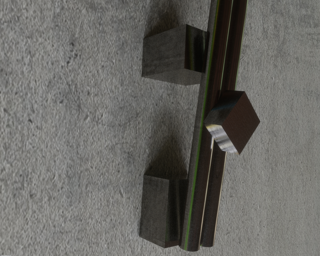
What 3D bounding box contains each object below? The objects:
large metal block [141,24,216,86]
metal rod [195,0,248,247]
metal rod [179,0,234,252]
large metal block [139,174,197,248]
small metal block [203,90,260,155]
[{"bbox_3d":[0.033,-0.088,0.398,0.081,0.080,0.050,4,88,-40],"label":"large metal block"},{"bbox_3d":[0.073,-0.007,0.372,0.025,0.025,0.298,4,95,-40],"label":"metal rod"},{"bbox_3d":[0.053,-0.008,0.355,0.025,0.025,0.298,4,95,-40],"label":"metal rod"},{"bbox_3d":[0.023,0.104,0.408,0.081,0.050,0.080,6,86,-40],"label":"large metal block"},{"bbox_3d":[0.082,-0.007,0.347,0.050,0.025,0.050,-53,126,-20],"label":"small metal block"}]
